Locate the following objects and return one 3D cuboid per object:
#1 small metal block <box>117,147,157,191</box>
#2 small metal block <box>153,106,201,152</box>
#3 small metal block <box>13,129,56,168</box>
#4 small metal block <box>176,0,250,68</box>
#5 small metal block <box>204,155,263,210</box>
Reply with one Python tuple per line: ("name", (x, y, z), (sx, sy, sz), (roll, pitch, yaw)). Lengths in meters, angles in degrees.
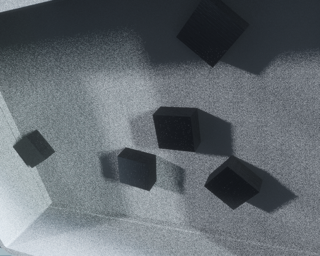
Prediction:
("small metal block", (-0.034, 0.061, 0.463), (0.050, 0.025, 0.050), (13, 124, 21))
("small metal block", (0.022, 0.001, 0.396), (0.050, 0.025, 0.050), (4, 121, 25))
("small metal block", (-0.221, 0.037, 0.545), (0.050, 0.025, 0.050), (-28, 103, 37))
("small metal block", (0.054, -0.100, 0.318), (0.050, 0.025, 0.050), (40, 129, 0))
("small metal block", (0.095, 0.072, 0.402), (0.050, 0.025, 0.050), (39, 129, 1))
